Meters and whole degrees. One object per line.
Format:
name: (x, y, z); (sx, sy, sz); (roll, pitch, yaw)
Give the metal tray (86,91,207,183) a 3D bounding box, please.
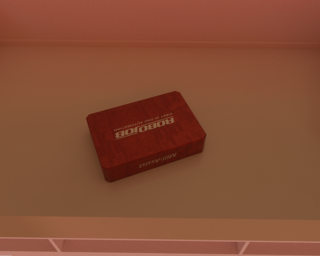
metal tray: (-0.019, 0.007, 0.396); (0.131, 0.030, 0.090); (-17, 52, -14)
